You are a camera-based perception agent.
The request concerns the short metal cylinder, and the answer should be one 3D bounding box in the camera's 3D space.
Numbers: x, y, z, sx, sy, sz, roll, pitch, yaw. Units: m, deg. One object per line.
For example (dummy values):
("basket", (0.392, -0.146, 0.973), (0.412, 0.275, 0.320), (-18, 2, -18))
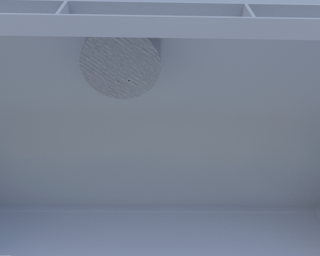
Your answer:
("short metal cylinder", (-0.039, -0.077, 0.326), (0.080, 0.050, 0.080), (0, 130, 0))
